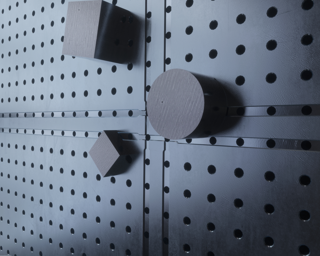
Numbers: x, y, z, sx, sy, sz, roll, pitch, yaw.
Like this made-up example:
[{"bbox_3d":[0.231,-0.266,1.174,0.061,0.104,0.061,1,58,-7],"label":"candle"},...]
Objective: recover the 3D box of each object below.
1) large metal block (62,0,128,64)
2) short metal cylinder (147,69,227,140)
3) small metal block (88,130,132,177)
[{"bbox_3d":[-0.100,-0.146,0.473,0.080,0.050,0.079,16,100,38],"label":"large metal block"},{"bbox_3d":[0.031,-0.027,0.366,0.080,0.050,0.079,0,90,39],"label":"short metal cylinder"},{"bbox_3d":[-0.076,0.038,0.470,0.050,0.025,0.050,-52,60,27],"label":"small metal block"}]
